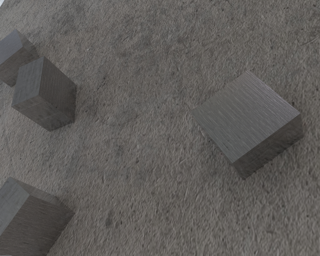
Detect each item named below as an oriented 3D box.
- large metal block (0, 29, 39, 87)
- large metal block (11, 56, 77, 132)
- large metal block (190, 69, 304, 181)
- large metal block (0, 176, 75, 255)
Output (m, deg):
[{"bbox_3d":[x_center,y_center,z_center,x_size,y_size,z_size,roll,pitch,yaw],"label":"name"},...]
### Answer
[{"bbox_3d":[-0.300,-0.144,0.634,0.080,0.050,0.080,-38,51,2],"label":"large metal block"},{"bbox_3d":[-0.181,-0.053,0.497,0.050,0.080,0.080,-19,54,17],"label":"large metal block"},{"bbox_3d":[0.095,-0.004,0.341,0.080,0.050,0.080,-37,51,3],"label":"large metal block"},{"bbox_3d":[-0.169,0.118,0.385,0.050,0.080,0.080,24,75,36],"label":"large metal block"}]
